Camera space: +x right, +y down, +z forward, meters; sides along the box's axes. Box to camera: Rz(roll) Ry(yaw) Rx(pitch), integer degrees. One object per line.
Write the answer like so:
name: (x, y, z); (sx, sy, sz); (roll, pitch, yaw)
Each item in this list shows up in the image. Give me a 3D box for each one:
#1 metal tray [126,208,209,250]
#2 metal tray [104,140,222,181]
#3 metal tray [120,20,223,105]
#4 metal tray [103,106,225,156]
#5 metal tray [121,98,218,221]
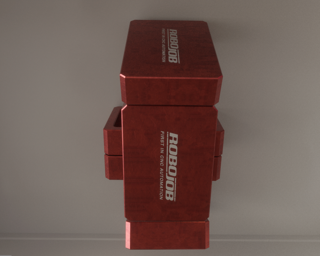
metal tray: (0.008, 0.117, 0.395); (0.091, 0.130, 0.030); (0, 89, -1)
metal tray: (0.003, 0.030, 0.387); (0.131, 0.090, 0.030); (1, 110, -1)
metal tray: (0.010, -0.074, 0.326); (0.091, 0.130, 0.030); (1, 130, -1)
metal tray: (0.004, 0.001, 0.376); (0.131, 0.090, 0.030); (1, 110, -1)
metal tray: (0.008, 0.034, 0.323); (0.091, 0.030, 0.129); (0, 110, -1)
